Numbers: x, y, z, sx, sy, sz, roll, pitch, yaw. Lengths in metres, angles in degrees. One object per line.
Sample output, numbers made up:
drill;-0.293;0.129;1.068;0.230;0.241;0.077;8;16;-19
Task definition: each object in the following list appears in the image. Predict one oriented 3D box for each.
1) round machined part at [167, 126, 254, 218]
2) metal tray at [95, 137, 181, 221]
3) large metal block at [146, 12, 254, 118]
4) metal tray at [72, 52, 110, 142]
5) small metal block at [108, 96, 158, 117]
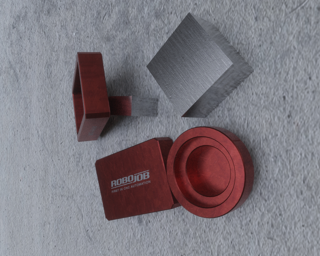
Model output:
round machined part;0.059;0.047;0.346;0.098;0.042;0.097;0;90;40
metal tray;-0.031;0.073;0.428;0.130;0.030;0.090;-22;76;37
large metal block;0.043;-0.068;0.353;0.080;0.050;0.080;-47;62;30
metal tray;-0.102;-0.039;0.442;0.130;0.030;0.090;139;123;-65
small metal block;-0.038;-0.029;0.420;0.050;0.050;0.025;4;93;40
